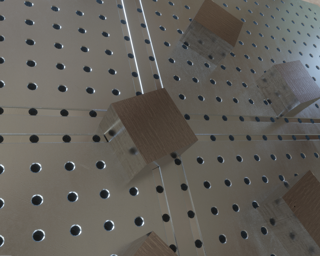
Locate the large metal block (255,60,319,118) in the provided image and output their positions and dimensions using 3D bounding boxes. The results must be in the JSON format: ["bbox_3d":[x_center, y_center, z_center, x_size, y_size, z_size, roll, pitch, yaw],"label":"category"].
[{"bbox_3d":[0.234,-0.072,0.561,0.081,0.050,0.080,-16,70,-34],"label":"large metal block"}]

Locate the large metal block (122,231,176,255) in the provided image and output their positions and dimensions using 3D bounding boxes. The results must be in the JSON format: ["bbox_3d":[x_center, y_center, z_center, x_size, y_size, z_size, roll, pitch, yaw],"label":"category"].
[{"bbox_3d":[-0.011,0.159,0.289,0.080,0.050,0.080,44,51,2],"label":"large metal block"}]

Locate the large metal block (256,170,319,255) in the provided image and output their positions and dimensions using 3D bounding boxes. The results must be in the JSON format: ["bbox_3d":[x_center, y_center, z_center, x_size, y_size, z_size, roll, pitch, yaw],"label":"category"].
[{"bbox_3d":[0.194,0.117,0.424,0.081,0.050,0.080,-26,76,-37],"label":"large metal block"}]

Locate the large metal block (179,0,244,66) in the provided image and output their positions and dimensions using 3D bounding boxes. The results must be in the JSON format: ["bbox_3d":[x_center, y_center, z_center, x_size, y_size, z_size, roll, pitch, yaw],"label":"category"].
[{"bbox_3d":[0.091,-0.169,0.544,0.080,0.050,0.080,32,52,-7],"label":"large metal block"}]

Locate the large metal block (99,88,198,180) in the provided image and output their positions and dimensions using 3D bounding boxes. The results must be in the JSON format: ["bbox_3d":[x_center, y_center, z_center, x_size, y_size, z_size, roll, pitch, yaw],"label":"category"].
[{"bbox_3d":[-0.015,0.005,0.381,0.081,0.050,0.080,-22,74,-36],"label":"large metal block"}]
